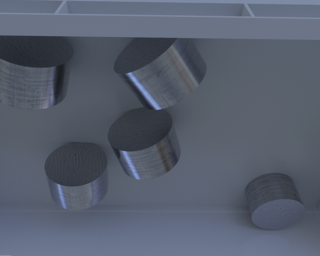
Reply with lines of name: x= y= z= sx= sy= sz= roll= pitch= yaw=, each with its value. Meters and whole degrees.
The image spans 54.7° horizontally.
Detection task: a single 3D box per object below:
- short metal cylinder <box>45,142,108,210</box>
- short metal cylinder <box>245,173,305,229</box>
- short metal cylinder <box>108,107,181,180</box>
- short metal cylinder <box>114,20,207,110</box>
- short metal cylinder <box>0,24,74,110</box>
short metal cylinder: x=-0.113 y=0.065 z=0.427 sx=0.081 sy=0.080 sz=0.050 roll=3 pitch=130 yaw=-3
short metal cylinder: x=0.181 y=0.117 z=0.494 sx=0.081 sy=0.050 sz=0.079 roll=0 pitch=130 yaw=0
short metal cylinder: x=-0.018 y=0.018 z=0.388 sx=0.080 sy=0.080 sz=0.050 roll=-11 pitch=129 yaw=9
short metal cylinder: x=0.000 y=-0.065 z=0.318 sx=0.080 sy=0.080 sz=0.050 roll=-25 pitch=126 yaw=20
short metal cylinder: x=-0.134 y=-0.063 z=0.317 sx=0.081 sy=0.080 sz=0.050 roll=14 pitch=129 yaw=-12
